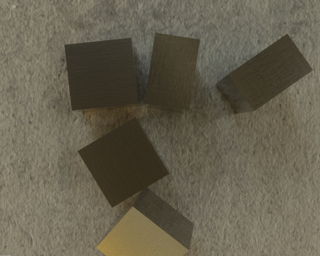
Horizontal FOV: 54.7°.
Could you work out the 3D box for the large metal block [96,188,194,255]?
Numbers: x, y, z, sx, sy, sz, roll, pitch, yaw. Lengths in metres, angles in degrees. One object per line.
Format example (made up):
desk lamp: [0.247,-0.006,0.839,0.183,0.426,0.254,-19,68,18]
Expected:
large metal block: [-0.017,0.134,0.384,0.080,0.050,0.080,39,111,-1]

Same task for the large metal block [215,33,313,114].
large metal block: [0.123,-0.062,0.384,0.080,0.080,0.050,-35,90,0]

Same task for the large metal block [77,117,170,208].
large metal block: [-0.044,0.041,0.397,0.080,0.050,0.080,-31,90,-1]

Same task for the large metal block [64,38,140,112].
large metal block: [-0.070,-0.065,0.397,0.081,0.050,0.079,-6,90,-1]

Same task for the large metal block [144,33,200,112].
large metal block: [0.013,-0.063,0.383,0.050,0.080,0.080,9,90,0]
